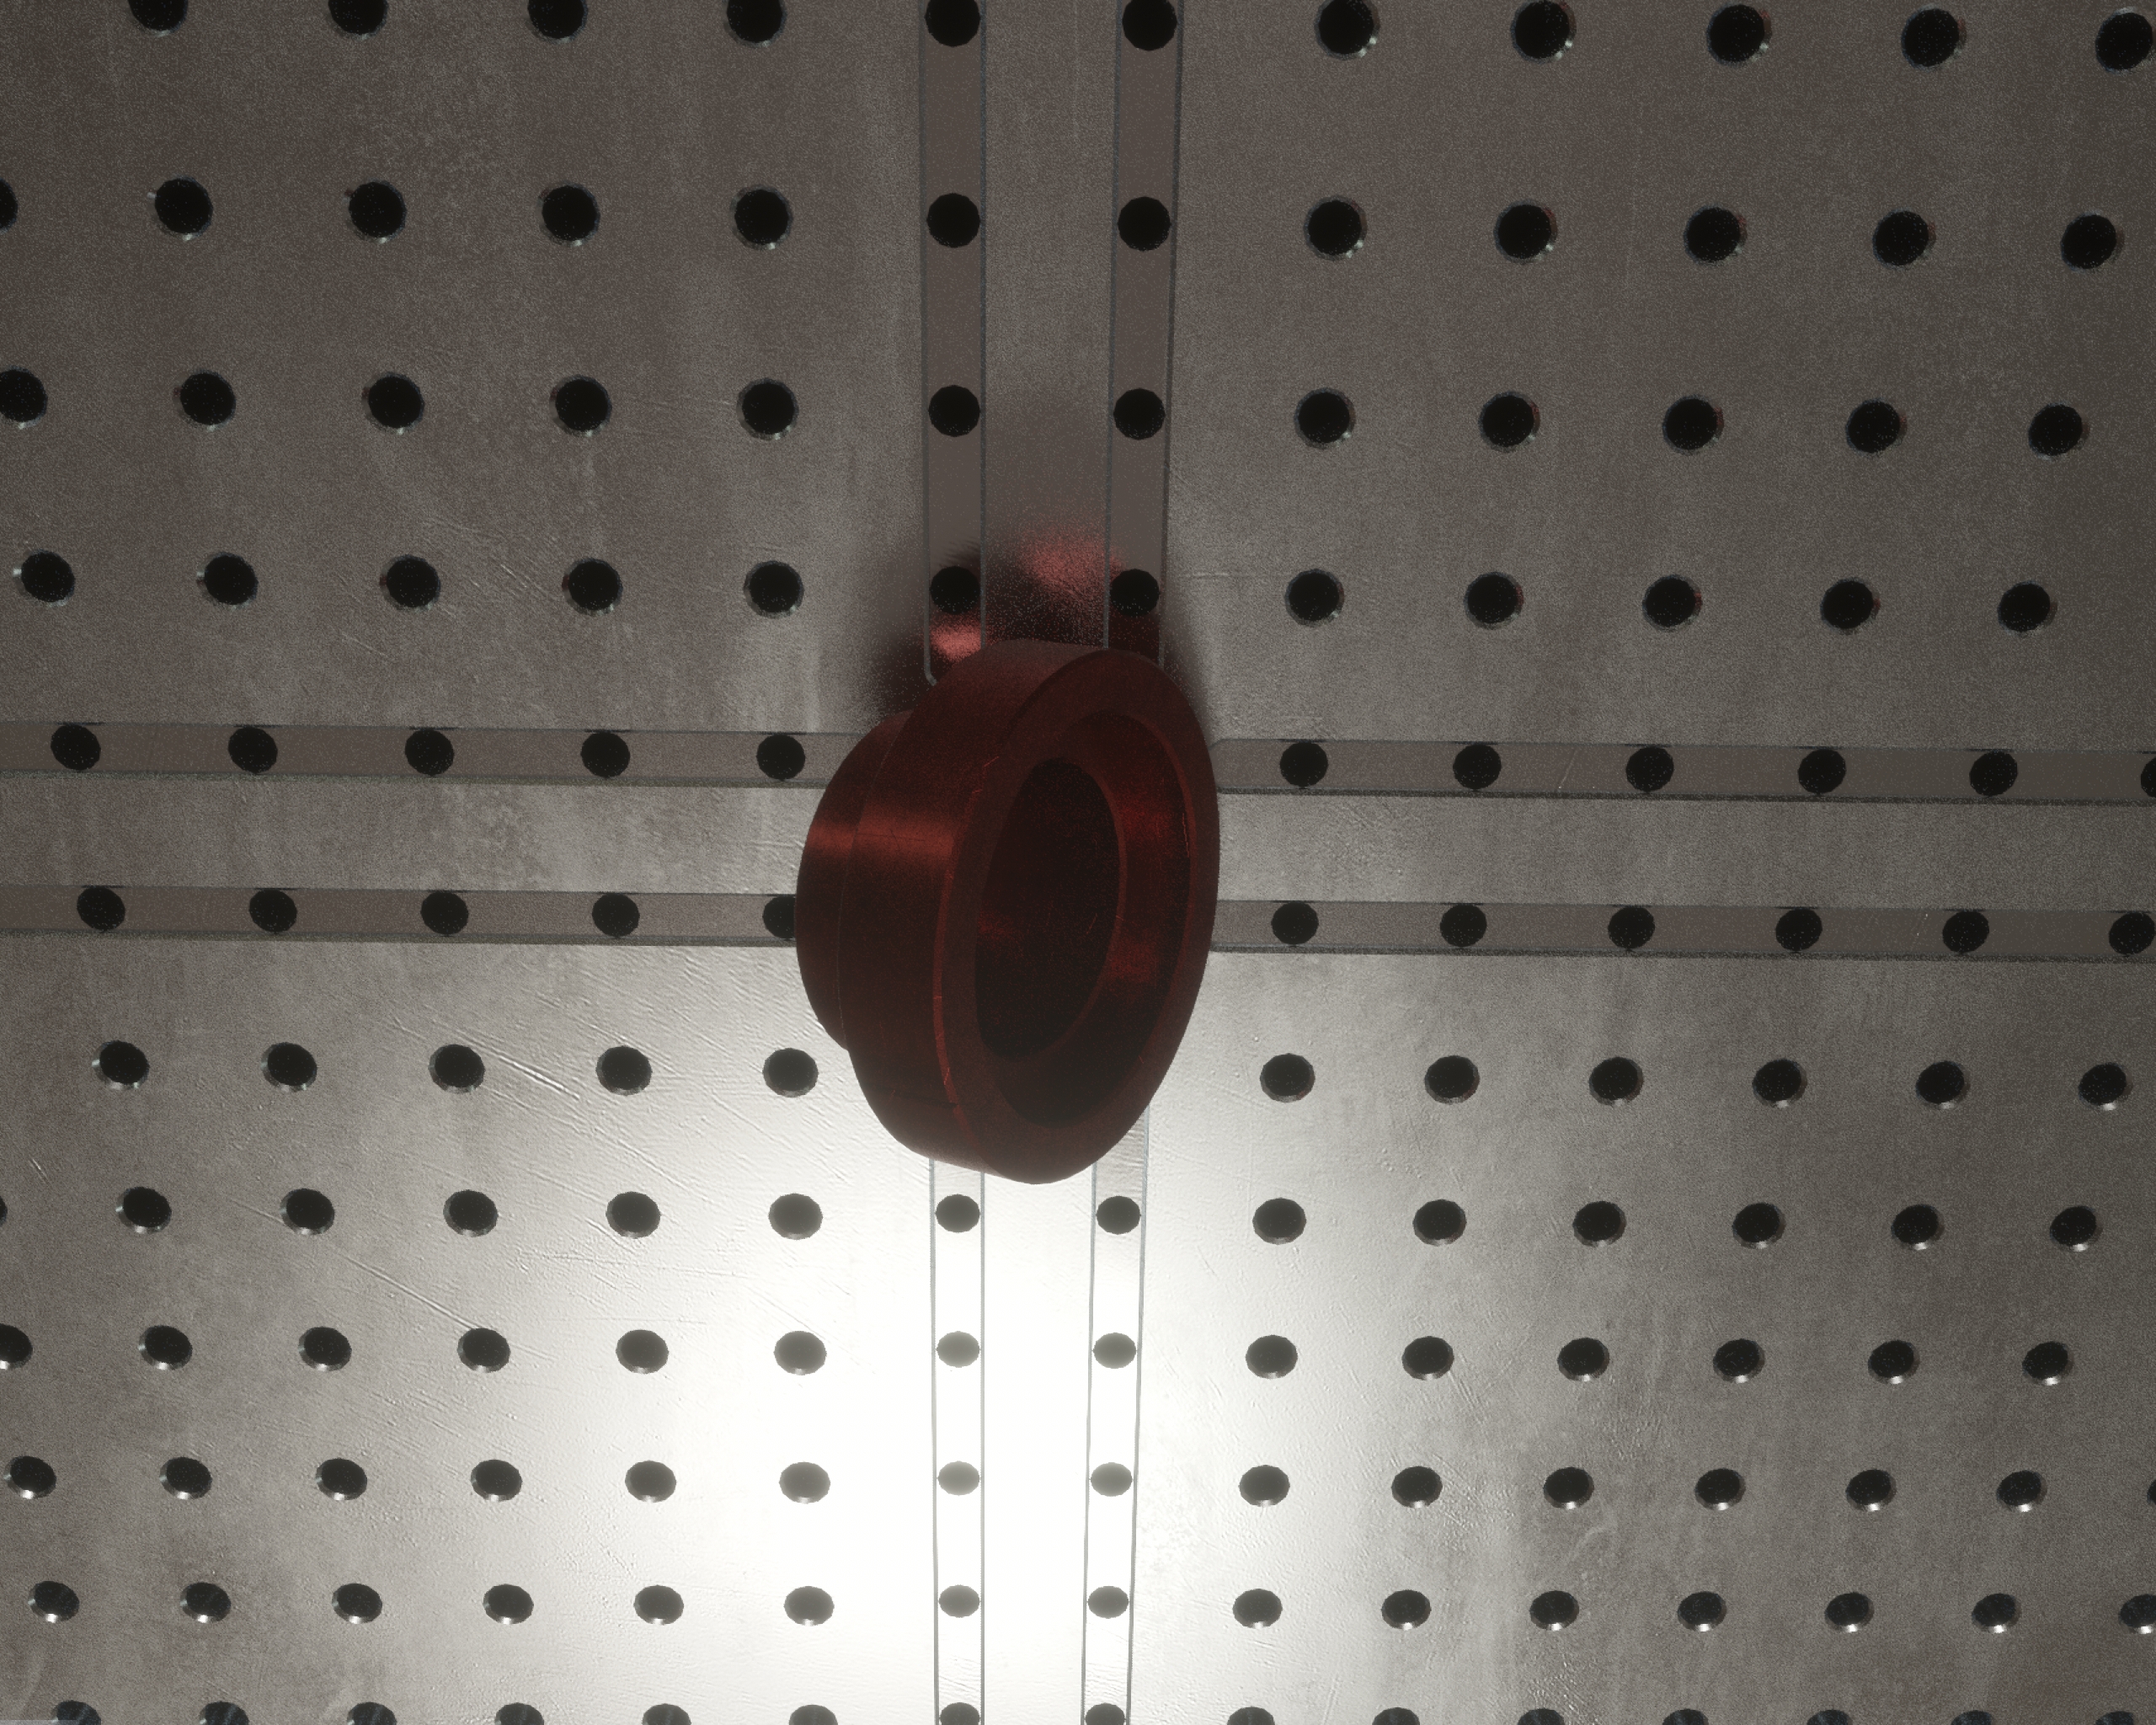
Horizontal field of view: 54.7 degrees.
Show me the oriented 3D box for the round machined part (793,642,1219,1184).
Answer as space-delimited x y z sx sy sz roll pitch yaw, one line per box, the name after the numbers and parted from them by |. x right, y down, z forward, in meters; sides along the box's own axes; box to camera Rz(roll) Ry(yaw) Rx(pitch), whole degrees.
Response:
-0.015 0.007 0.386 0.042 0.099 0.097 10 114 30 | round machined part
